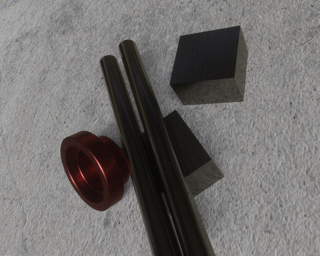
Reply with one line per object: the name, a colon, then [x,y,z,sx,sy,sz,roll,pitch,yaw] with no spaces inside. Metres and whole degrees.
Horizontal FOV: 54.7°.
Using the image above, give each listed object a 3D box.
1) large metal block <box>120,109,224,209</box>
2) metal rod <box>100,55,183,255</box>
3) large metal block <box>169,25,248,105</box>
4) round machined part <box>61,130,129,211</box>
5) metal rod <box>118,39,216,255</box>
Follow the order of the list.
large metal block: [0.013,0.040,0.356,0.080,0.050,0.080,-35,52,4]
metal rod: [-0.028,0.019,0.341,0.025,0.025,0.299,-29,52,10]
large metal block: [0.066,-0.078,0.401,0.080,0.050,0.080,-2,61,27]
round machined part: [-0.076,0.048,0.378,0.098,0.097,0.042,25,39,36]
metal rod: [-0.006,-0.001,0.342,0.025,0.025,0.299,-28,52,10]
